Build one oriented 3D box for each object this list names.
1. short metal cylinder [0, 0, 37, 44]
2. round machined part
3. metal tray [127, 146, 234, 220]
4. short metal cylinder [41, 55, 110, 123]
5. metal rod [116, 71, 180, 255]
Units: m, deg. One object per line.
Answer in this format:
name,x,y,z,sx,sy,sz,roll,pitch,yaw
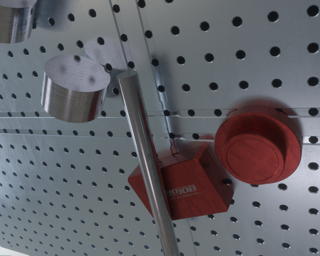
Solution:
short metal cylinder,-0.201,-0.151,0.388,0.080,0.080,0.050,35,129,5
round machined part,0.110,0.026,0.358,0.098,0.042,0.097,13,124,21
metal tray,0.027,0.086,0.447,0.130,0.030,0.090,-22,107,36
short metal cylinder,-0.110,-0.052,0.402,0.080,0.080,0.050,30,128,9
metal rod,-0.009,0.070,0.419,0.025,0.025,0.298,2,120,27
